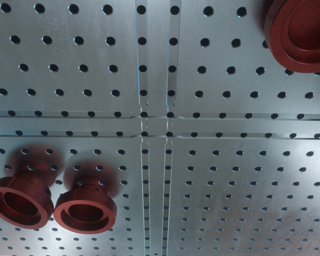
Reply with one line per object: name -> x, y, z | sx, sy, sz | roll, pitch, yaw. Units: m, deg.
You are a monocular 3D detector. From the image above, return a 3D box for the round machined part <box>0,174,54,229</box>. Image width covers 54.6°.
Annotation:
round machined part -> -0.211, 0.110, 0.483 | 0.098, 0.042, 0.097 | 7, 127, 9

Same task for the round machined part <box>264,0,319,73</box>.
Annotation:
round machined part -> 0.154, -0.108, 0.310 | 0.099, 0.042, 0.097 | 0, 130, 0

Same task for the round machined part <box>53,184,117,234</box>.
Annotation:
round machined part -> -0.120, 0.130, 0.510 | 0.099, 0.042, 0.097 | 0, 131, 0
